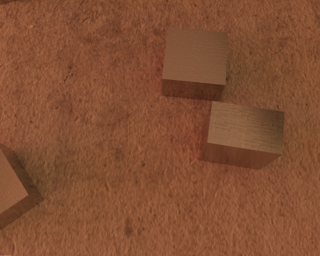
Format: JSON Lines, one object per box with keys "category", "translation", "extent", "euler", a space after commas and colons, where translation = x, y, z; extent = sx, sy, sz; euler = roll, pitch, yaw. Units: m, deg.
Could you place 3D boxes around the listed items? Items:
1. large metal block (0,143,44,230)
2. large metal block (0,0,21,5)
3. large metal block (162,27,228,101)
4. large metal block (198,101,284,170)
{"category": "large metal block", "translation": [-0.201, 0.074, 0.365], "extent": [0.080, 0.050, 0.080], "euler": [-35, 74, -12]}
{"category": "large metal block", "translation": [-0.226, -0.240, 0.464], "extent": [0.081, 0.080, 0.050], "euler": [-16, 71, -6]}
{"category": "large metal block", "translation": [0.047, -0.087, 0.427], "extent": [0.080, 0.050, 0.080], "euler": [6, 70, 2]}
{"category": "large metal block", "translation": [0.094, 0.012, 0.376], "extent": [0.080, 0.080, 0.050], "euler": [9, 70, 3]}
